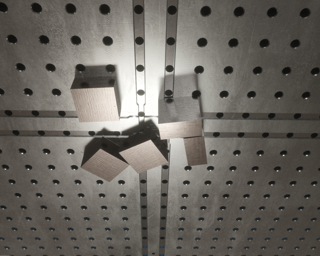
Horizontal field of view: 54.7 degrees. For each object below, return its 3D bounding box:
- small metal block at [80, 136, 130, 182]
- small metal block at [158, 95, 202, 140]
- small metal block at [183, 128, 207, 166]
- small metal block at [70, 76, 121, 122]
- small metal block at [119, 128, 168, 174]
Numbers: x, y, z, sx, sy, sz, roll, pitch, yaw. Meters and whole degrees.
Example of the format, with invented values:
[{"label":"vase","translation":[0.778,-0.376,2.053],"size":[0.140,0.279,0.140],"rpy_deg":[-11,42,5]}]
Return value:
[{"label":"small metal block","translation":[-0.078,0.046,0.450],"size":[0.050,0.025,0.050],"rpy_deg":[33,122,-26]},{"label":"small metal block","translation":[0.024,-0.014,0.384],"size":[0.050,0.050,0.025],"rpy_deg":[-6,130,4]},{"label":"small metal block","translation":[0.045,0.014,0.408],"size":[0.025,0.050,0.050],"rpy_deg":[-8,130,6]},{"label":"small metal block","translation":[-0.077,-0.035,0.381],"size":[0.050,0.025,0.050],"rpy_deg":[-2,130,1]},{"label":"small metal block","translation":[-0.022,0.033,0.440],"size":[0.050,0.025,0.050],"rpy_deg":[-23,127,18]}]
